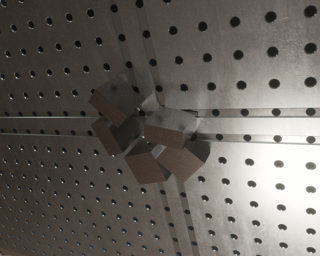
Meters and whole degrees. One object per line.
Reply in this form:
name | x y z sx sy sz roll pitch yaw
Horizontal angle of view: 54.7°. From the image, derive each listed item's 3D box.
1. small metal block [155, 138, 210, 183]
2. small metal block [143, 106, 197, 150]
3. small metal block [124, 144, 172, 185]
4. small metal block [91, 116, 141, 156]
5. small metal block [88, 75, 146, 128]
small metal block | 0.030 0.038 0.418 0.050 0.025 0.050 40 129 0
small metal block | 0.014 -0.002 0.386 0.050 0.050 0.025 12 123 21
small metal block | -0.016 0.053 0.451 0.050 0.025 0.050 -15 111 34
small metal block | -0.060 0.002 0.426 0.025 0.050 0.050 -16 110 34
small metal block | -0.055 -0.036 0.400 0.050 0.050 0.025 41 129 -1
